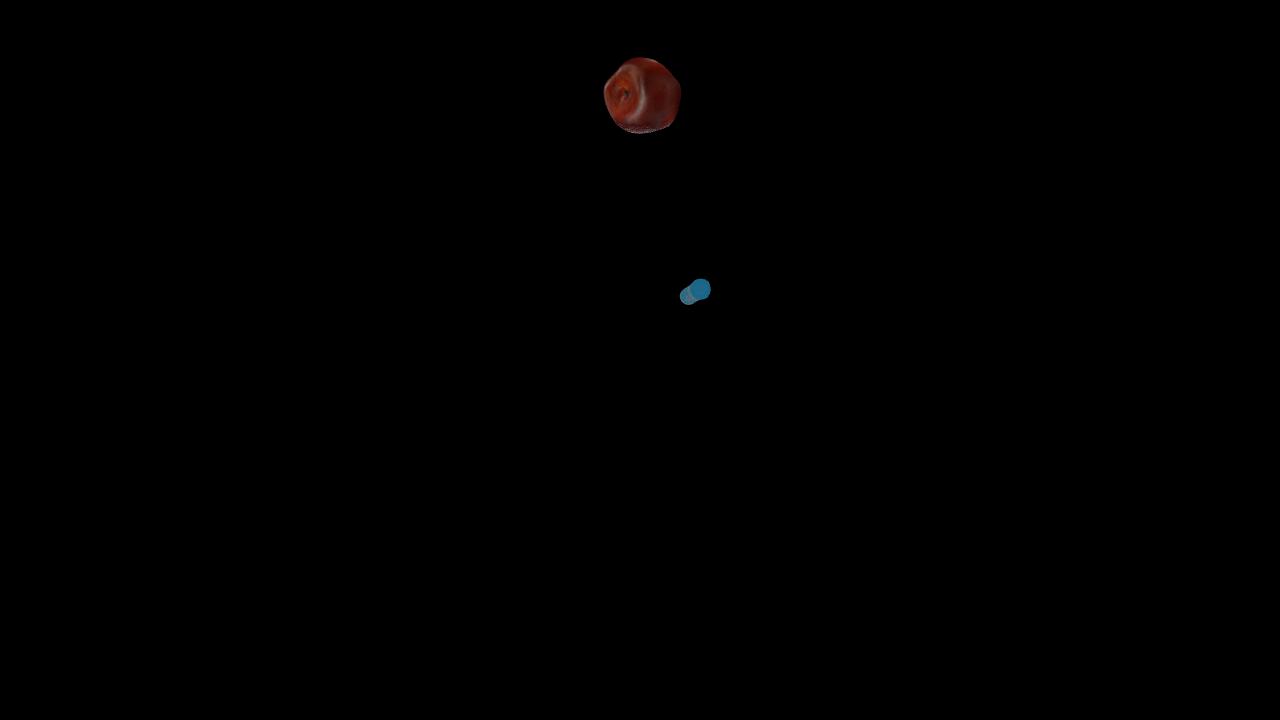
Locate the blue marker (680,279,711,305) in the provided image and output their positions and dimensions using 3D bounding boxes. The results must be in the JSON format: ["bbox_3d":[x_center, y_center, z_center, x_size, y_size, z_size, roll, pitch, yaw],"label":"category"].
[{"bbox_3d":[0.053,-0.065,0.600,0.020,0.020,0.121,0,3,-1],"label":"blue marker"}]

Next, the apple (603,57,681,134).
[{"bbox_3d":[0.006,-0.290,0.680,0.079,0.079,0.093,0,15,34],"label":"apple"}]
